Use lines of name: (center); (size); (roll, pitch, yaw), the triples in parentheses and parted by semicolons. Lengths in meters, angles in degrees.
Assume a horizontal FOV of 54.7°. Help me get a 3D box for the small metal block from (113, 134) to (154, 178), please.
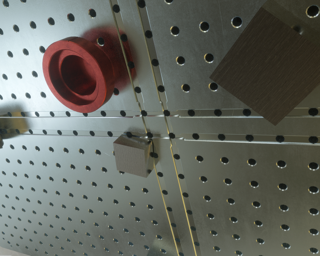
small metal block: (-0.038, 0.041, 0.457); (0.050, 0.025, 0.050); (11, 123, 22)

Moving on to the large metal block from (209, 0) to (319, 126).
large metal block: (0.109, -0.063, 0.299); (0.080, 0.050, 0.080); (37, 129, 3)

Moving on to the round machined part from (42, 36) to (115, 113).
round machined part: (-0.102, -0.072, 0.409); (0.098, 0.042, 0.097); (13, 124, 21)

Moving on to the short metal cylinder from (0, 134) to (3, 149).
short metal cylinder: (-0.338, 0.020, 0.566); (0.080, 0.080, 0.050); (5, 120, 26)
